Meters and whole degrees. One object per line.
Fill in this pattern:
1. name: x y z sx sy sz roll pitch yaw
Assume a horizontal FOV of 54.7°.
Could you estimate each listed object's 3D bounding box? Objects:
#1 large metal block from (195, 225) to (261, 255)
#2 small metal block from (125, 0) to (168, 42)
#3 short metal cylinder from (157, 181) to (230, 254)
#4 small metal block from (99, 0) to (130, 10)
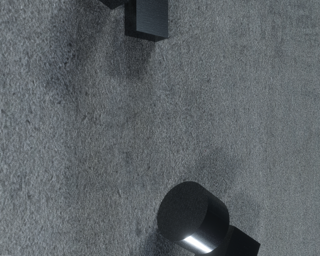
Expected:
1. large metal block: 0.102 0.198 0.478 0.080 0.050 0.080 40 66 -33
2. small metal block: -0.017 -0.141 0.392 0.050 0.025 0.050 -1 91 -40
3. short metal cylinder: 0.043 0.117 0.408 0.050 0.080 0.080 41 65 -33
4. small metal block: -0.056 -0.163 0.343 0.050 0.050 0.025 28 73 -37
